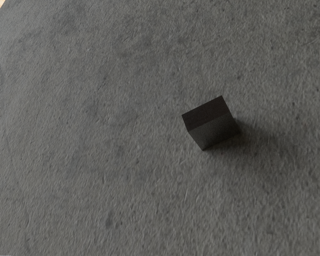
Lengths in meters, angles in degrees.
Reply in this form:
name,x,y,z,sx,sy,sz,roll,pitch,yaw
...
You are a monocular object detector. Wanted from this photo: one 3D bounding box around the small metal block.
name,x,y,z,sx,sy,sz,roll,pitch,yaw
small metal block,0.060,-0.004,0.360,0.050,0.050,0.025,-26,53,12
